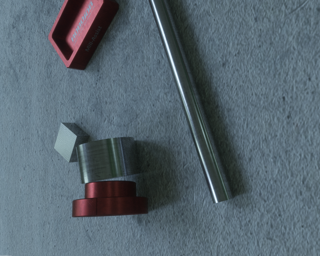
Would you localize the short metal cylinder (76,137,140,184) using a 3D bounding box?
[{"bbox_3d":[-0.071,0.045,0.428,0.080,0.081,0.050,-17,79,38],"label":"short metal cylinder"}]

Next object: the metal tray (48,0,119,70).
[{"bbox_3d":[-0.129,-0.172,0.508,0.129,0.030,0.090,-51,60,27],"label":"metal tray"}]

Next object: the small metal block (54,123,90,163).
[{"bbox_3d":[-0.152,0.024,0.530,0.050,0.025,0.050,33,110,35],"label":"small metal block"}]

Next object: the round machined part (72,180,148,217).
[{"bbox_3d":[-0.066,0.095,0.413,0.098,0.099,0.042,-16,69,39],"label":"round machined part"}]

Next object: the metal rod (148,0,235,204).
[{"bbox_3d":[0.030,-0.059,0.379,0.025,0.025,0.299,-27,74,37],"label":"metal rod"}]
